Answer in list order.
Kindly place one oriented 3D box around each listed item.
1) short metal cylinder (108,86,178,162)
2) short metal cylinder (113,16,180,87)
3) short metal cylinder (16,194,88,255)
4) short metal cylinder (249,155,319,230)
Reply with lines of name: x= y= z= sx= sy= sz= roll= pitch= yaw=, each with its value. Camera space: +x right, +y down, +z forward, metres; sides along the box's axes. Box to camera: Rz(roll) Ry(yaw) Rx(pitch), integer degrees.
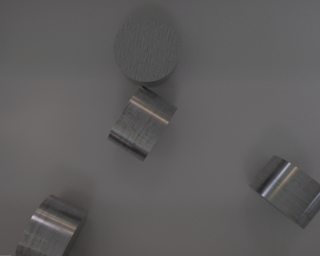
short metal cylinder: x=-0.021 y=-0.005 z=0.384 sx=0.050 sy=0.080 sz=0.080 roll=33 pitch=90 yaw=0
short metal cylinder: x=-0.016 y=-0.096 z=0.399 sx=0.081 sy=0.050 sz=0.080 roll=0 pitch=90 yaw=0
short metal cylinder: x=-0.131 y=0.130 z=0.383 sx=0.050 sy=0.080 sz=0.080 roll=25 pitch=90 yaw=0
short metal cylinder: x=0.159 y=0.079 z=0.385 sx=0.080 sy=0.080 sz=0.050 roll=39 pitch=90 yaw=0
